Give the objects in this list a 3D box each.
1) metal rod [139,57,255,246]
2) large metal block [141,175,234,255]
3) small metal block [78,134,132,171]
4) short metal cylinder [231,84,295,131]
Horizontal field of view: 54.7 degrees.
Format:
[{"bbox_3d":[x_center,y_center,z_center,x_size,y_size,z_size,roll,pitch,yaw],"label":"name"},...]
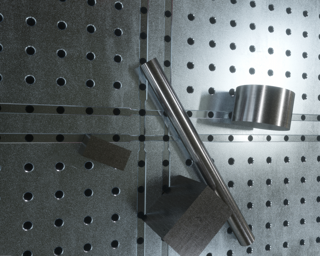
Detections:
[{"bbox_3d":[0.057,0.040,0.435,0.025,0.025,0.299,-33,101,-17],"label":"metal rod"},{"bbox_3d":[0.032,0.112,0.397,0.080,0.080,0.050,-47,105,-14],"label":"large metal block"},{"bbox_3d":[-0.068,0.029,0.375,0.050,0.050,0.025,24,82,-19],"label":"small metal block"},{"bbox_3d":[0.145,-0.027,0.439,0.081,0.080,0.050,11,87,-20],"label":"short metal cylinder"}]
